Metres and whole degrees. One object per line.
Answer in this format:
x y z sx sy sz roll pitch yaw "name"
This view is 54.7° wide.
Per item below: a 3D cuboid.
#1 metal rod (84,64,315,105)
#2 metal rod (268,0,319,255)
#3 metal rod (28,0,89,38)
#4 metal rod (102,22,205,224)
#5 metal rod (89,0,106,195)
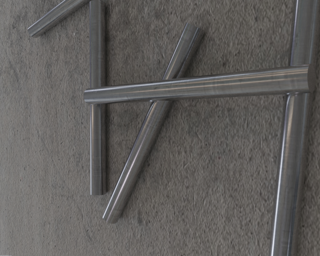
0.014 -0.044 0.359 0.300 0.025 0.025 1 91 40 "metal rod"
0.130 -0.009 0.297 0.025 0.025 0.298 7 95 40 "metal rod"
-0.135 -0.216 0.516 0.300 0.025 0.025 -13 82 39 "metal rod"
-0.016 0.007 0.418 0.025 0.025 0.298 38 113 33 "metal rod"
-0.097 -0.046 0.485 0.025 0.025 0.298 0 90 40 "metal rod"
